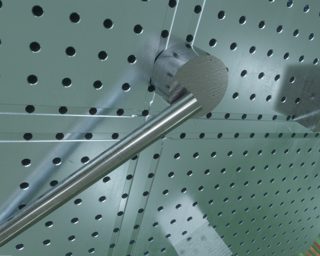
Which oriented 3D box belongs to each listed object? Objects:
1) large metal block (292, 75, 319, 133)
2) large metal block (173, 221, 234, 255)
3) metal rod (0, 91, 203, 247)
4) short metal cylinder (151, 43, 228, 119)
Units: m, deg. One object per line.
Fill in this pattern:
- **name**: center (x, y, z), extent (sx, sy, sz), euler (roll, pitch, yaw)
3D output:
- **large metal block**: center (0.284, -0.044, 0.526), extent (0.081, 0.050, 0.079), euler (-8, 122, -25)
- **large metal block**: center (0.085, 0.235, 0.570), extent (0.080, 0.080, 0.050), euler (-35, 129, -6)
- **metal rod**: center (-0.081, 0.053, 0.365), extent (0.300, 0.025, 0.025), euler (-35, 130, 8)
- **short metal cylinder**: center (0.036, -0.058, 0.380), extent (0.081, 0.050, 0.079), euler (-14, 124, -21)
